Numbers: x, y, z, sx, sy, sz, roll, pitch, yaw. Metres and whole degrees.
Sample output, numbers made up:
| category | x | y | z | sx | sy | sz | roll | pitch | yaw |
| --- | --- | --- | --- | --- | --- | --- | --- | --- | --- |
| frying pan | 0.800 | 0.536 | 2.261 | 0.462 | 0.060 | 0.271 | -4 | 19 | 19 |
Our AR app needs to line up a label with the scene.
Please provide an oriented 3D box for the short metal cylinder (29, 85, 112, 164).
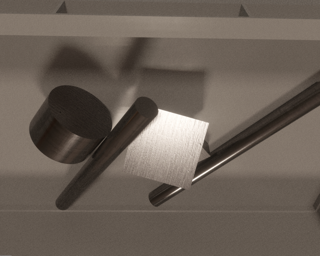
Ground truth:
| category | x | y | z | sx | sy | sz | roll | pitch | yaw |
| --- | --- | --- | --- | --- | --- | --- | --- | --- | --- |
| short metal cylinder | -0.105 | -0.004 | 0.368 | 0.080 | 0.080 | 0.050 | 31 | 124 | -24 |

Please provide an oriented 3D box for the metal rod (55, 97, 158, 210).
| category | x | y | z | sx | sy | sz | roll | pitch | yaw |
| --- | --- | --- | --- | --- | --- | --- | --- | --- | --- |
| metal rod | -0.087 | 0.052 | 0.406 | 0.025 | 0.025 | 0.298 | 24 | 140 | -20 |

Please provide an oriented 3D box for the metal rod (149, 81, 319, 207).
| category | x | y | z | sx | sy | sz | roll | pitch | yaw |
| --- | --- | --- | --- | --- | --- | --- | --- | --- | --- |
| metal rod | 0.095 | 0.036 | 0.440 | 0.025 | 0.025 | 0.299 | 36 | 121 | -27 |

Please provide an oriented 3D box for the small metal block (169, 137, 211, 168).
| category | x | y | z | sx | sy | sz | roll | pitch | yaw |
| --- | --- | --- | --- | --- | --- | --- | --- | --- | --- |
| small metal block | 0.035 | 0.027 | 0.433 | 0.050 | 0.025 | 0.050 | -30 | 125 | 22 |

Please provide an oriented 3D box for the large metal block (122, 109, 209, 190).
| category | x | y | z | sx | sy | sz | roll | pitch | yaw |
| --- | --- | --- | --- | --- | --- | --- | --- | --- | --- |
| large metal block | 0.006 | 0.021 | 0.377 | 0.080 | 0.050 | 0.080 | 16 | 91 | 0 |
